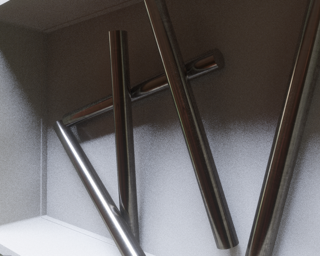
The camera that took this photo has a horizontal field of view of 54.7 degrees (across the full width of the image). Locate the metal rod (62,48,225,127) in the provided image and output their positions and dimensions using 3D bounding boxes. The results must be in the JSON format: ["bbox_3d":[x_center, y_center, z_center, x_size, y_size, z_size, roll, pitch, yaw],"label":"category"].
[{"bbox_3d":[-0.046,-0.046,0.444,0.300,0.025,0.025,-16,80,38],"label":"metal rod"}]

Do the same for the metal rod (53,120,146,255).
[{"bbox_3d":[-0.100,0.082,0.462,0.300,0.025,0.025,48,119,39],"label":"metal rod"}]

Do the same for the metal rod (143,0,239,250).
[{"bbox_3d":[0.033,-0.013,0.354,0.025,0.025,0.299,-19,85,38],"label":"metal rod"}]

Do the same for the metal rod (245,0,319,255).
[{"bbox_3d":[0.128,-0.008,0.300,0.025,0.025,0.298,17,101,38],"label":"metal rod"}]

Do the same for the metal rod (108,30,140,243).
[{"bbox_3d":[-0.048,0.022,0.423,0.025,0.025,0.298,3,99,40],"label":"metal rod"}]
